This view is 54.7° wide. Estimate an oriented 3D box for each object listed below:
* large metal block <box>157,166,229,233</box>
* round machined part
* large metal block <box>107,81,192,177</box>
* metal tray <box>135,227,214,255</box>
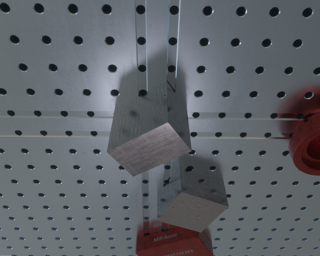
[{"bbox_3d":[0.049,0.116,0.494,0.080,0.050,0.079,20,127,-17],"label":"large metal block"},{"bbox_3d":[0.223,0.016,0.416,0.099,0.042,0.097,0,130,0],"label":"round machined part"},{"bbox_3d":[-0.012,0.001,0.376,0.080,0.080,0.050,-26,126,20],"label":"large metal block"},{"bbox_3d":[0.029,0.237,0.610,0.130,0.030,0.090,-20,128,16],"label":"metal tray"}]
